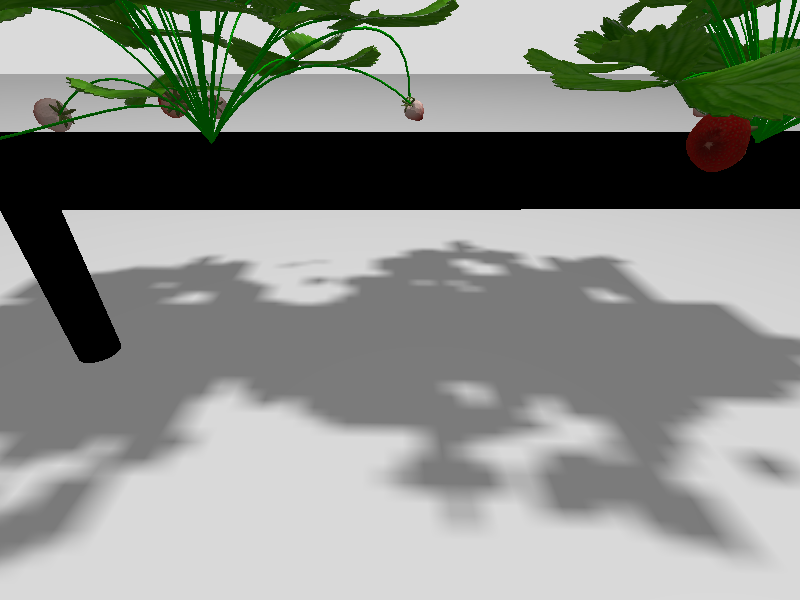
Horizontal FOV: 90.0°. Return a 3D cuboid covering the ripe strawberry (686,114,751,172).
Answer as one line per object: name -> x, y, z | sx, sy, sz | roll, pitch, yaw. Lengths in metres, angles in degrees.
ripe strawberry -> 0.184, -0.093, 0.233 | 0.033, 0.035, 0.031 | -26, 40, -35

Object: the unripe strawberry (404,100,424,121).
unripe strawberry -> 0.017, -0.207, 0.440 | 0.023, 0.020, 0.023 | 33, 2, 43

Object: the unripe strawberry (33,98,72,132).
unripe strawberry -> -0.329, -0.173, 0.378 | 0.030, 0.029, 0.028 | 4, 30, 21

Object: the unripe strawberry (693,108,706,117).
unripe strawberry -> 0.353, -0.223, 0.464 | 0.024, 0.021, 0.024 | 10, 7, 17

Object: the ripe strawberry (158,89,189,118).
ripe strawberry -> -0.262, -0.231, 0.464 | 0.032, 0.037, 0.035 | -18, 35, -28

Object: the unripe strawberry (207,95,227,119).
unripe strawberry -> -0.213, -0.223, 0.464 | 0.024, 0.026, 0.027 | -10, 18, -17

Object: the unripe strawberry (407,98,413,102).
unripe strawberry -> 0.012, -0.243, 0.492 | 0.010, 0.011, 0.011 | 23, 38, 34
